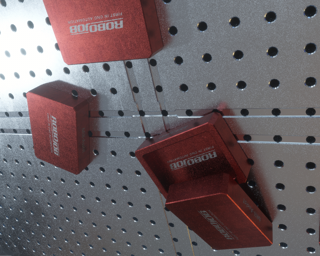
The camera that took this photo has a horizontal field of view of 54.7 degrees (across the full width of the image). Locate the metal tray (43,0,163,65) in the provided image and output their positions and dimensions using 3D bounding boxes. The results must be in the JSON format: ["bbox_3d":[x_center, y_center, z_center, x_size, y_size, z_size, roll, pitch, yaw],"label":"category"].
[{"bbox_3d":[-0.068,-0.126,0.365,0.130,0.030,0.089,2,119,27],"label":"metal tray"}]

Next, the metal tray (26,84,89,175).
[{"bbox_3d":[-0.159,0.005,0.493,0.090,0.030,0.129,19,126,16],"label":"metal tray"}]

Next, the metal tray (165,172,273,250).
[{"bbox_3d":[0.080,0.116,0.411,0.090,0.030,0.130,-21,126,34],"label":"metal tray"}]

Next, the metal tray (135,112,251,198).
[{"bbox_3d":[0.041,0.042,0.411,0.130,0.030,0.090,-24,106,36],"label":"metal tray"}]
